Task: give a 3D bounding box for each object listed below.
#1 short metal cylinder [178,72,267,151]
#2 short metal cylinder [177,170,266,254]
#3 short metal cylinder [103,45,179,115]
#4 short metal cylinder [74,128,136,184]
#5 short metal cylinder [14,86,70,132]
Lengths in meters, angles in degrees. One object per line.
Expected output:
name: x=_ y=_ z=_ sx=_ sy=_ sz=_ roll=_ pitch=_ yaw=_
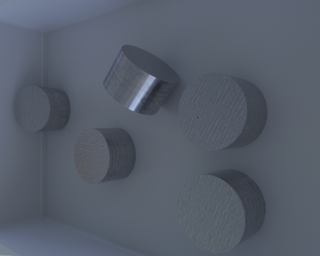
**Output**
short metal cylinder: x=0.067 y=-0.017 z=0.335 sx=0.080 sy=0.050 sz=0.080 roll=0 pitch=90 yaw=40
short metal cylinder: x=0.066 y=0.088 z=0.336 sx=0.080 sy=0.050 sz=0.080 roll=0 pitch=90 yaw=40
short metal cylinder: x=-0.024 y=-0.061 z=0.391 sx=0.080 sy=0.081 sz=0.050 roll=49 pitch=119 yaw=28
short metal cylinder: x=-0.082 y=0.040 z=0.459 sx=0.080 sy=0.050 sz=0.080 roll=0 pitch=90 yaw=40
short metal cylinder: x=-0.208 y=-0.033 z=0.549 sx=0.080 sy=0.050 sz=0.079 roll=1 pitch=92 yaw=23
